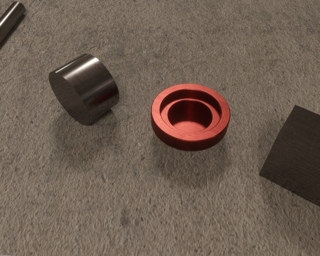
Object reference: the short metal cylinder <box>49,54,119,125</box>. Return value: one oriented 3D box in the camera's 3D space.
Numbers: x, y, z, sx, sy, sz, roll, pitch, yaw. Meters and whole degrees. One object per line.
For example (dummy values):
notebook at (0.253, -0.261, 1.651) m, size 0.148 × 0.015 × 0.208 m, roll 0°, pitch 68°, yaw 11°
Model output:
short metal cylinder at (-0.100, -0.050, 0.409) m, size 0.080 × 0.080 × 0.050 m, roll 35°, pitch 58°, yaw 25°

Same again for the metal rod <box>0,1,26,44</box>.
metal rod at (-0.289, -0.117, 0.497) m, size 0.025 × 0.025 × 0.300 m, roll 6°, pitch 50°, yaw 4°

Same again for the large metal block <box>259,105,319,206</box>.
large metal block at (0.167, 0.033, 0.342) m, size 0.080 × 0.080 × 0.050 m, roll 28°, pitch 56°, yaw 21°

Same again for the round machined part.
round machined part at (0.038, -0.009, 0.400) m, size 0.099 × 0.042 × 0.098 m, roll 0°, pitch 50°, yaw 0°
